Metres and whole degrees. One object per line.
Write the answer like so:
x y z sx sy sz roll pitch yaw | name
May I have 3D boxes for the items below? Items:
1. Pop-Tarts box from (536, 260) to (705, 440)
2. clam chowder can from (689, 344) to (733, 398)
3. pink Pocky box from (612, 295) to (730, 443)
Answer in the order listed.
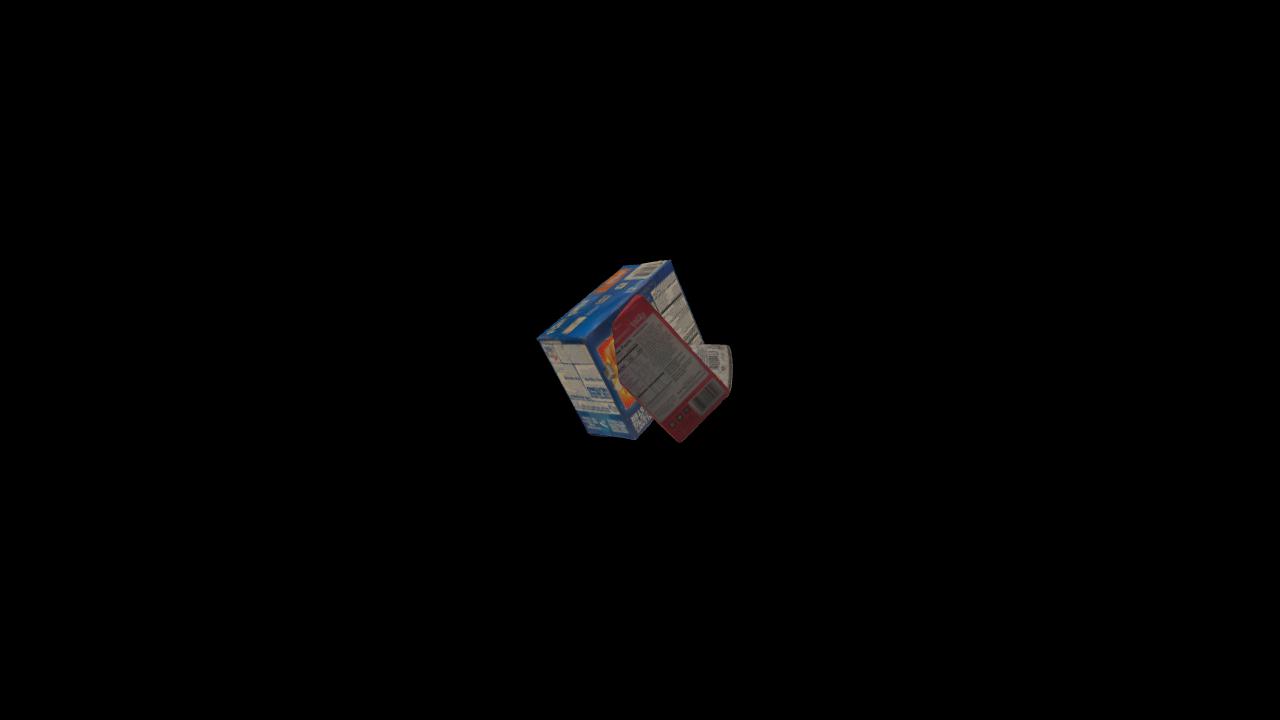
-0.013 -0.014 0.725 0.083 0.141 0.167 2 37 44 | Pop-Tarts box
0.058 0.013 0.757 0.102 0.068 0.068 1 0 -2 | clam chowder can
0.020 0.011 0.682 0.155 0.084 0.029 46 -4 -17 | pink Pocky box
